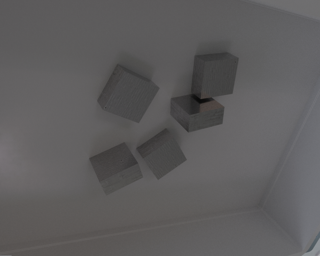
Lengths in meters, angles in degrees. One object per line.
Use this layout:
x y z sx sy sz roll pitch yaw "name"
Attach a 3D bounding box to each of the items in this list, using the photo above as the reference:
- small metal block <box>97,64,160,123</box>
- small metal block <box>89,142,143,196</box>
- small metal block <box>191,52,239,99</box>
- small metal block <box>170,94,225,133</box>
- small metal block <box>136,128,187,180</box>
-0.037 -0.039 0.364 0.050 0.025 0.050 21 107 -36 "small metal block"
-0.056 0.050 0.393 0.050 0.050 0.025 -25 128 -13 "small metal block"
0.071 -0.069 0.404 0.050 0.025 0.050 -11 123 -23 "small metal block"
0.048 -0.022 0.404 0.050 0.050 0.025 -14 124 -21 "small metal block"
0.003 0.037 0.433 0.050 0.025 0.050 -34 129 -6 "small metal block"
